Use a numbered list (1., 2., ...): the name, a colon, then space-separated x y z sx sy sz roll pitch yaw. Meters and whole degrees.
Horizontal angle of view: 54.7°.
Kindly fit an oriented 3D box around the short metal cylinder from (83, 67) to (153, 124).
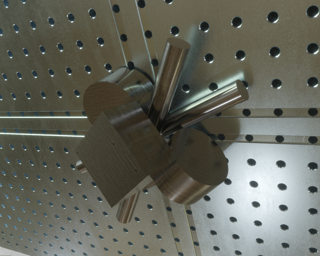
1. short metal cylinder: -0.050 -0.031 0.397 0.080 0.050 0.079 13 124 21

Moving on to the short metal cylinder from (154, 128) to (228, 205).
1. short metal cylinder: 0.036 0.047 0.381 0.080 0.080 0.050 40 130 1

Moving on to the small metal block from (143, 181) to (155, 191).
1. small metal block: -0.018 0.058 0.452 0.050 0.025 0.050 -31 101 38

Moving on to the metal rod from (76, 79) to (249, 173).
1. metal rod: -0.019 0.011 0.423 0.299 0.025 0.025 -26 105 37

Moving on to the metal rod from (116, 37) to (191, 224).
1. metal rod: -0.019 0.027 0.401 0.025 0.025 0.298 27 128 11

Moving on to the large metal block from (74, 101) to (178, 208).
1. large metal block: -0.040 0.030 0.348 0.080 0.050 0.080 54 131 12
